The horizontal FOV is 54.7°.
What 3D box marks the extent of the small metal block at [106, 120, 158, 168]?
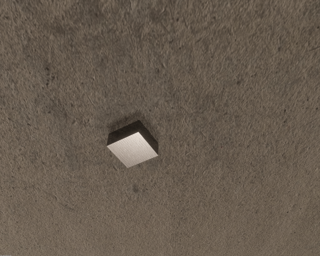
[{"bbox_3d":[-0.037,0.023,0.426,0.050,0.025,0.050,-24,127,18],"label":"small metal block"}]
